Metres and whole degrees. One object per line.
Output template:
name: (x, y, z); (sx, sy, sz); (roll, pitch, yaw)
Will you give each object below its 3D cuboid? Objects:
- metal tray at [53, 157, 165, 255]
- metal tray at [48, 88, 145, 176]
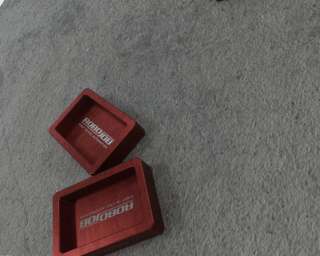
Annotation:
metal tray: (-0.067, 0.101, 0.373); (0.130, 0.030, 0.090); (-25, 53, 13)
metal tray: (-0.094, 0.005, 0.447); (0.130, 0.030, 0.090); (34, 80, 38)
